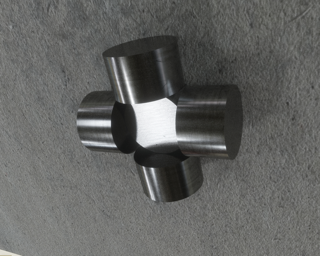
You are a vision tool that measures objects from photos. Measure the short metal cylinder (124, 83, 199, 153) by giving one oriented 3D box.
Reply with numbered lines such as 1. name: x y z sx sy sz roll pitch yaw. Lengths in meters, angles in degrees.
1. short metal cylinder: 0.004 -0.016 0.379 0.080 0.050 0.079 13 124 20

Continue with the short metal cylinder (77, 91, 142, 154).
1. short metal cylinder: -0.060 -0.008 0.398 0.050 0.080 0.079 2 119 27

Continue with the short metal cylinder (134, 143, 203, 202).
1. short metal cylinder: 0.012 0.049 0.395 0.080 0.080 0.050 1 118 27

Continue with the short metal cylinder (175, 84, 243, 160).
1. short metal cylinder: 0.056 -0.007 0.338 0.050 0.080 0.079 2 119 27

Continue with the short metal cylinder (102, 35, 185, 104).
1. short metal cylinder: -0.017 -0.066 0.339 0.080 0.080 0.050 2 120 27
